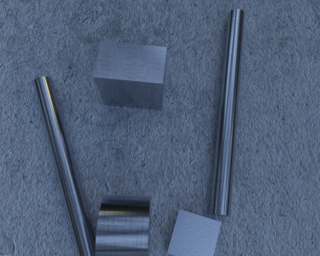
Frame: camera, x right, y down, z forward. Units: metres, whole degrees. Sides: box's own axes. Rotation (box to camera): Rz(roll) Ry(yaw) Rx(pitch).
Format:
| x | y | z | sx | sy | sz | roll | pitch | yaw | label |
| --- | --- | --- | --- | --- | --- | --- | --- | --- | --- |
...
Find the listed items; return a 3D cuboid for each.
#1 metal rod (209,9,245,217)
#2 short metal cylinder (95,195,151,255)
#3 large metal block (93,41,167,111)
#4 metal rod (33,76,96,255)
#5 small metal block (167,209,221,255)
| x | y | z | sx | sy | sz | roll | pitch | yaw | label |
| --- | --- | --- | --- | --- | --- | --- | --- | --- | --- |
| 0.094 | -0.034 | 0.421 | 0.025 | 0.025 | 0.299 | 8 | 70 | 3 | metal rod |
| -0.036 | 0.114 | 0.337 | 0.050 | 0.080 | 0.080 | 2 | 70 | 0 | short metal cylinder |
| -0.034 | -0.065 | 0.402 | 0.080 | 0.080 | 0.050 | 6 | 70 | 2 | large metal block |
| -0.111 | 0.067 | 0.382 | 0.025 | 0.025 | 0.299 | -19 | 71 | -7 | metal rod |
| 0.039 | 0.128 | 0.362 | 0.050 | 0.025 | 0.050 | 16 | 71 | 5 | small metal block |
